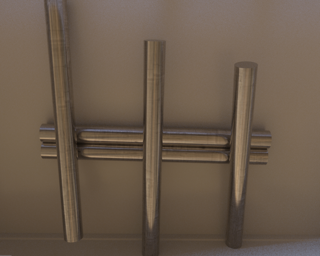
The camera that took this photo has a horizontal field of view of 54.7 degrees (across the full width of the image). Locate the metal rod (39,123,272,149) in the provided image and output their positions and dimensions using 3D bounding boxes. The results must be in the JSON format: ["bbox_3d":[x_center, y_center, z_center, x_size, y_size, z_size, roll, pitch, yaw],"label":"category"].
[{"bbox_3d":[-0.005,0.011,0.414,0.302,0.025,0.025,2,110,-1],"label":"metal rod"}]

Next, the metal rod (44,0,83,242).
[{"bbox_3d":[-0.117,0.000,0.383,0.025,0.025,0.298,-1,102,0],"label":"metal rod"}]

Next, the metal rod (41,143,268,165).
[{"bbox_3d":[-0.006,0.034,0.423,0.302,0.025,0.025,2,110,-1],"label":"metal rod"}]

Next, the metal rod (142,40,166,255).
[{"bbox_3d":[-0.010,0.041,0.399,0.025,0.025,0.298,1,110,-1],"label":"metal rod"}]

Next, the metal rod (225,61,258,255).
[{"bbox_3d":[0.104,0.061,0.410,0.025,0.025,0.298,-4,119,1],"label":"metal rod"}]
